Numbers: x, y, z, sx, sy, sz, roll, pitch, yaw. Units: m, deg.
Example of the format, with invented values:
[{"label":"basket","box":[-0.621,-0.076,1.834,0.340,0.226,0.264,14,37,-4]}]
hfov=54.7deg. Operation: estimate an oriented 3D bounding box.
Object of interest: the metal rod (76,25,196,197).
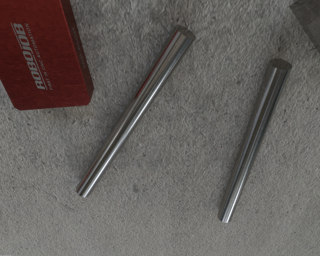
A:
[{"label":"metal rod","box":[-0.047,-0.001,0.405,0.025,0.025,0.298,23,126,-19]}]

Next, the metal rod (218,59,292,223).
[{"label":"metal rod","box":[0.124,0.041,0.444,0.025,0.025,0.298,3,130,-3]}]

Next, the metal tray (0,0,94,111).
[{"label":"metal tray","box":[-0.131,-0.081,0.333,0.091,0.030,0.129,-4,130,3]}]

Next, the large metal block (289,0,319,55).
[{"label":"large metal block","box":[0.190,-0.107,0.302,0.080,0.050,0.080,-35,122,25]}]
